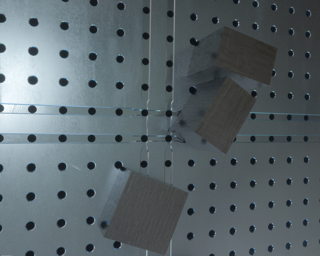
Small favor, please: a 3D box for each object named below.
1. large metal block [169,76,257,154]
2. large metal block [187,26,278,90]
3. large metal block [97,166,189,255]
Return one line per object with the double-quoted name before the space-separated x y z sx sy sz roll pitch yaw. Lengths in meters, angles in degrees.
"large metal block" 0.066 -0.016 0.407 0.050 0.080 0.080 35 79 -17
"large metal block" 0.094 -0.088 0.418 0.081 0.080 0.050 15 85 -19
"large metal block" -0.022 0.102 0.391 0.080 0.050 0.080 24 82 -19
